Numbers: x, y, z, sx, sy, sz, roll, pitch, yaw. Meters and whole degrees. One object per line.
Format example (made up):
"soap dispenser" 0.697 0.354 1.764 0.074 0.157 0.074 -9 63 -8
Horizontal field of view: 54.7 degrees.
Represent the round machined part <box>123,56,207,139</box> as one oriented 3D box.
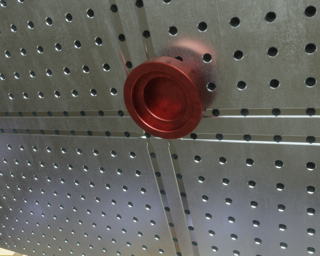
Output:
"round machined part" 0.009 -0.039 0.370 0.098 0.042 0.097 13 124 20
